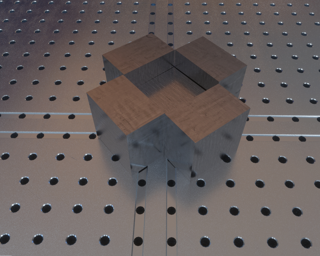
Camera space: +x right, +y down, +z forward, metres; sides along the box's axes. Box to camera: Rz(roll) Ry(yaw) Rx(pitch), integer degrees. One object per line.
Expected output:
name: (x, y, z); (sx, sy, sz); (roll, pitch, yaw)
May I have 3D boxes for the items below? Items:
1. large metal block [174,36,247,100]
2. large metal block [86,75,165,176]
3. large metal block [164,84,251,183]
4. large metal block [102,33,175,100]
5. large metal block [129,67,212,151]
large metal block: (0.064, -0.065, 0.428); (0.050, 0.080, 0.080); (-31, 57, -24)
large metal block: (-0.039, -0.003, 0.374); (0.050, 0.080, 0.080); (-32, 57, -24)
large metal block: (0.053, 0.007, 0.368); (0.080, 0.080, 0.050); (-30, 56, -23)
large metal block: (-0.027, -0.073, 0.434); (0.080, 0.080, 0.050); (-31, 57, -24)
large metal block: (0.014, -0.025, 0.411); (0.080, 0.050, 0.080); (-32, 56, -22)
